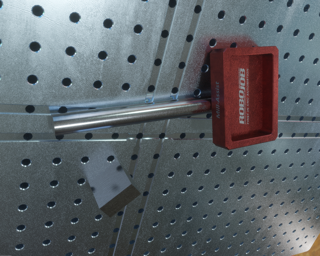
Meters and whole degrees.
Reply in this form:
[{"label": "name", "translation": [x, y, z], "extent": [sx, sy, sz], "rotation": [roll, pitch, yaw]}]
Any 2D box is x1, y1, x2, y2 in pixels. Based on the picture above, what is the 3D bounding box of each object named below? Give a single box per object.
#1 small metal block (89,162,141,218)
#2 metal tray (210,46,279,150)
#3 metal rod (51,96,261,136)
[{"label": "small metal block", "translation": [-0.061, 0.081, 0.414], "extent": [0.050, 0.050, 0.025], "rotation": [-37, 130, -4]}, {"label": "metal tray", "translation": [0.115, -0.042, 0.419], "extent": [0.091, 0.030, 0.129], "rotation": [-9, 102, -24]}, {"label": "metal rod", "translation": [0.017, -0.025, 0.406], "extent": [0.303, 0.025, 0.025], "rotation": [-9, 123, -24]}]
